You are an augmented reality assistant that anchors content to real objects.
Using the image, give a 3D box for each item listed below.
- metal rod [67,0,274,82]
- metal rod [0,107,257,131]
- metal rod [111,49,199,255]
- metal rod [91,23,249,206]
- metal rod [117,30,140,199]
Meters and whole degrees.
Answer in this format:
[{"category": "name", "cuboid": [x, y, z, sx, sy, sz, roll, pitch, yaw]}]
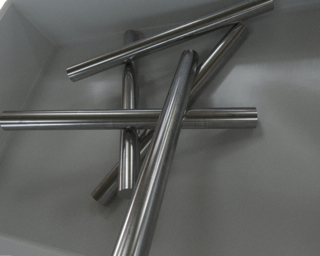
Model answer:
[{"category": "metal rod", "cuboid": [0.005, -0.124, 0.439, 0.301, 0.025, 0.025, -17, 55, 13]}, {"category": "metal rod", "cuboid": [-0.040, -0.010, 0.370, 0.302, 0.025, 0.025, -1, 60, 5]}, {"category": "metal rod", "cuboid": [0.008, 0.002, 0.312, 0.025, 0.025, 0.301, -9, 37, 23]}, {"category": "metal rod", "cuboid": [0.018, -0.023, 0.410, 0.025, 0.025, 0.300, 34, 80, 38]}, {"category": "metal rod", "cuboid": [-0.041, -0.043, 0.431, 0.025, 0.025, 0.300, -19, 47, 17]}]
